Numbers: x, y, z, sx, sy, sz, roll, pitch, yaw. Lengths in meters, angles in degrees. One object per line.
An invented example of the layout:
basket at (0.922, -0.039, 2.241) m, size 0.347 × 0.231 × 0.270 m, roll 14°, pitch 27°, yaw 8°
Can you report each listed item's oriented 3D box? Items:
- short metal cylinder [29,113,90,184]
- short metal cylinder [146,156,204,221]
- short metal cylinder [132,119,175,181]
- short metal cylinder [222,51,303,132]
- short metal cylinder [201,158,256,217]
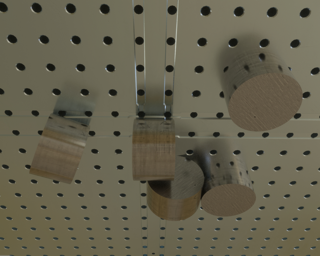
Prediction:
short metal cylinder at (-0.127, 0.027, 0.396) m, size 0.050 × 0.080 × 0.079 m, roll 19°, pitch 127°, yaw -16°
short metal cylinder at (0.021, 0.086, 0.449) m, size 0.081 × 0.080 × 0.050 m, roll 1°, pitch 130°, yaw -2°
short metal cylinder at (-0.008, 0.028, 0.399) m, size 0.050 × 0.080 × 0.079 m, roll 1°, pitch 130°, yaw -1°
short metal cylinder at (0.116, -0.042, 0.361) m, size 0.081 × 0.050 × 0.079 m, roll 0°, pitch 130°, yaw 0°
short metal cylinder at (0.100, 0.092, 0.475) m, size 0.081 × 0.050 × 0.079 m, roll 0°, pitch 130°, yaw 0°
